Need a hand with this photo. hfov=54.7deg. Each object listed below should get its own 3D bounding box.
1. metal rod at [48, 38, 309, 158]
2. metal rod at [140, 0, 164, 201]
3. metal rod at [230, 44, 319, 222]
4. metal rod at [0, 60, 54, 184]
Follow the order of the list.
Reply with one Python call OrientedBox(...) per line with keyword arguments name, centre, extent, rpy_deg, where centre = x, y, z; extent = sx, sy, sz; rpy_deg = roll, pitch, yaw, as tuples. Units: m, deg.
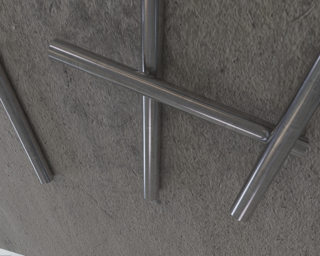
OrientedBox(name="metal rod", centre=(0.017, -0.036, 0.349), extent=(0.301, 0.025, 0.025), rpy_deg=(22, 127, 4))
OrientedBox(name="metal rod", centre=(-0.011, -0.023, 0.398), extent=(0.025, 0.025, 0.298), rpy_deg=(14, 125, 20))
OrientedBox(name="metal rod", centre=(0.136, -0.024, 0.292), extent=(0.025, 0.025, 0.298), rpy_deg=(25, 119, 12))
OrientedBox(name="metal rod", centre=(-0.244, -0.034, 0.514), extent=(0.025, 0.025, 0.298), rpy_deg=(-1, 118, 28))
